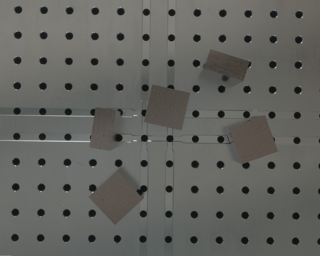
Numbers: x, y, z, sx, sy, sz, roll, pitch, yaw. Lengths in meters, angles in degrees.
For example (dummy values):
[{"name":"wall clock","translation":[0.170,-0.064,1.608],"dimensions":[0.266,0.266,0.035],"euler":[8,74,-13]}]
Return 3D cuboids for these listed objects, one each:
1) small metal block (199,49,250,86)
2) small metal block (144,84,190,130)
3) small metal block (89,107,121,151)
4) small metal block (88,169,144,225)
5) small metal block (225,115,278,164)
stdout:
[{"name":"small metal block","translation":[0.081,-0.077,0.401],"dimensions":[0.050,0.050,0.025],"euler":[18,90,0]},{"name":"small metal block","translation":[0.009,-0.027,0.413],"dimensions":[0.050,0.025,0.050],"euler":[13,90,0]},{"name":"small metal block","translation":[-0.069,0.001,0.400],"dimensions":[0.025,0.050,0.050],"euler":[9,90,0]},{"name":"small metal block","translation":[-0.057,0.090,0.413],"dimensions":[0.050,0.025,0.050],"euler":[-43,90,0]},{"name":"small metal block","translation":[0.121,0.015,0.414],"dimensions":[0.050,0.025,0.050],"euler":[-20,90,0]}]
